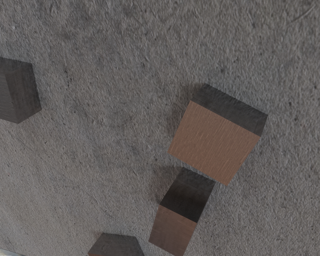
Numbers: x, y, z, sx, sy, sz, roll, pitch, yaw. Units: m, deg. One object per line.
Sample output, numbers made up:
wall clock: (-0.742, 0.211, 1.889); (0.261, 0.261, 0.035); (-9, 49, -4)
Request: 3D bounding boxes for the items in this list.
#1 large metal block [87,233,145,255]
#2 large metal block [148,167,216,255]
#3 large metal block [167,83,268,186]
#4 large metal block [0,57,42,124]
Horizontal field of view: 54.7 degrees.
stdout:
large metal block: (-0.077, 0.250, 0.586); (0.080, 0.050, 0.080); (-6, 116, 30)
large metal block: (0.031, 0.115, 0.426); (0.050, 0.080, 0.079); (24, 127, 14)
large metal block: (0.065, 0.007, 0.361); (0.080, 0.050, 0.079); (29, 128, 9)
large metal block: (-0.240, -0.061, 0.480); (0.080, 0.050, 0.079); (14, 124, 20)
